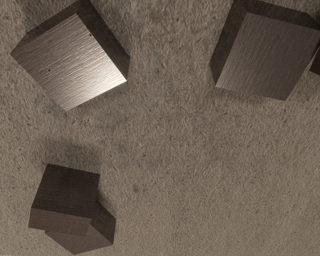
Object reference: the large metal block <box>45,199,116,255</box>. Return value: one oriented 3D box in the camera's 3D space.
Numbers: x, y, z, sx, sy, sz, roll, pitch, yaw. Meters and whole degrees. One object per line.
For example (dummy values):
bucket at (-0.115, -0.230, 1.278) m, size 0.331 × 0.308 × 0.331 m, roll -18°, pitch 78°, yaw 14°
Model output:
large metal block at (-0.133, 0.168, 0.532) m, size 0.080 × 0.050 × 0.080 m, roll -20°, pitch 128°, yaw 15°

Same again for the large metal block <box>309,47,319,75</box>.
large metal block at (0.198, -0.089, 0.291) m, size 0.081 × 0.050 × 0.079 m, roll -27°, pitch 141°, yaw -34°

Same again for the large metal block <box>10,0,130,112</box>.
large metal block at (-0.089, -0.075, 0.325) m, size 0.080 × 0.050 × 0.080 m, roll -24°, pitch 127°, yaw 18°

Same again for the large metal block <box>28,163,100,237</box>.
large metal block at (-0.139, 0.106, 0.460) m, size 0.081 × 0.080 × 0.050 m, roll 15°, pitch 129°, yaw -13°

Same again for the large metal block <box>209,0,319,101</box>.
large metal block at (0.106, -0.082, 0.323) m, size 0.081 × 0.050 × 0.079 m, roll 10°, pitch 129°, yaw -9°
